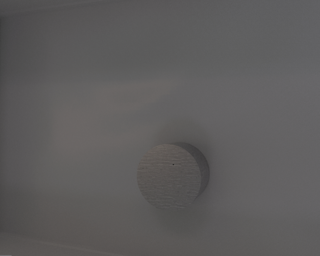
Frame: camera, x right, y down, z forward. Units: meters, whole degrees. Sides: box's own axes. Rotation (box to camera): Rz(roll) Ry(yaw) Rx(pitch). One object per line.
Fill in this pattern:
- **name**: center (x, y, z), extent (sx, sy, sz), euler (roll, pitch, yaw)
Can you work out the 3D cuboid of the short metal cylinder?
- **short metal cylinder**: center (0.018, 0.059, 0.391), extent (0.080, 0.050, 0.080), euler (0, 90, 20)
